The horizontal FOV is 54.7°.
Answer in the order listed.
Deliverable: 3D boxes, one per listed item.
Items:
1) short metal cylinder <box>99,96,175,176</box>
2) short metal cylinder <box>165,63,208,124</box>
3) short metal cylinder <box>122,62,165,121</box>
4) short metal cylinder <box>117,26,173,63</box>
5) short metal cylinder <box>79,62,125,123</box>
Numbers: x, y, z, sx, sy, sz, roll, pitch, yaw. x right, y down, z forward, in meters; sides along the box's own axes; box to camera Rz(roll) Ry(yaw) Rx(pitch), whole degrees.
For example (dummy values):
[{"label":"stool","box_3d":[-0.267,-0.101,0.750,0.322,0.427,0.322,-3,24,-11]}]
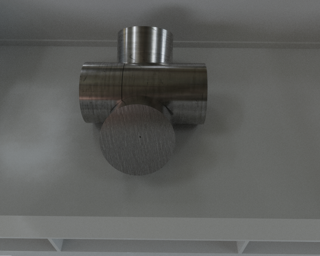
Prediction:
[{"label":"short metal cylinder","box_3d":[-0.024,0.007,0.352,0.080,0.079,0.050,0,16,0]},{"label":"short metal cylinder","box_3d":[0.032,-0.045,0.405,0.050,0.080,0.080,1,50,1]},{"label":"short metal cylinder","box_3d":[-0.019,-0.045,0.405,0.050,0.080,0.080,1,50,1]},{"label":"short metal cylinder","box_3d":[-0.021,-0.109,0.449,0.080,0.080,0.050,1,88,1]},{"label":"short metal cylinder","box_3d":[-0.070,-0.046,0.405,0.050,0.080,0.080,1,50,1]}]
